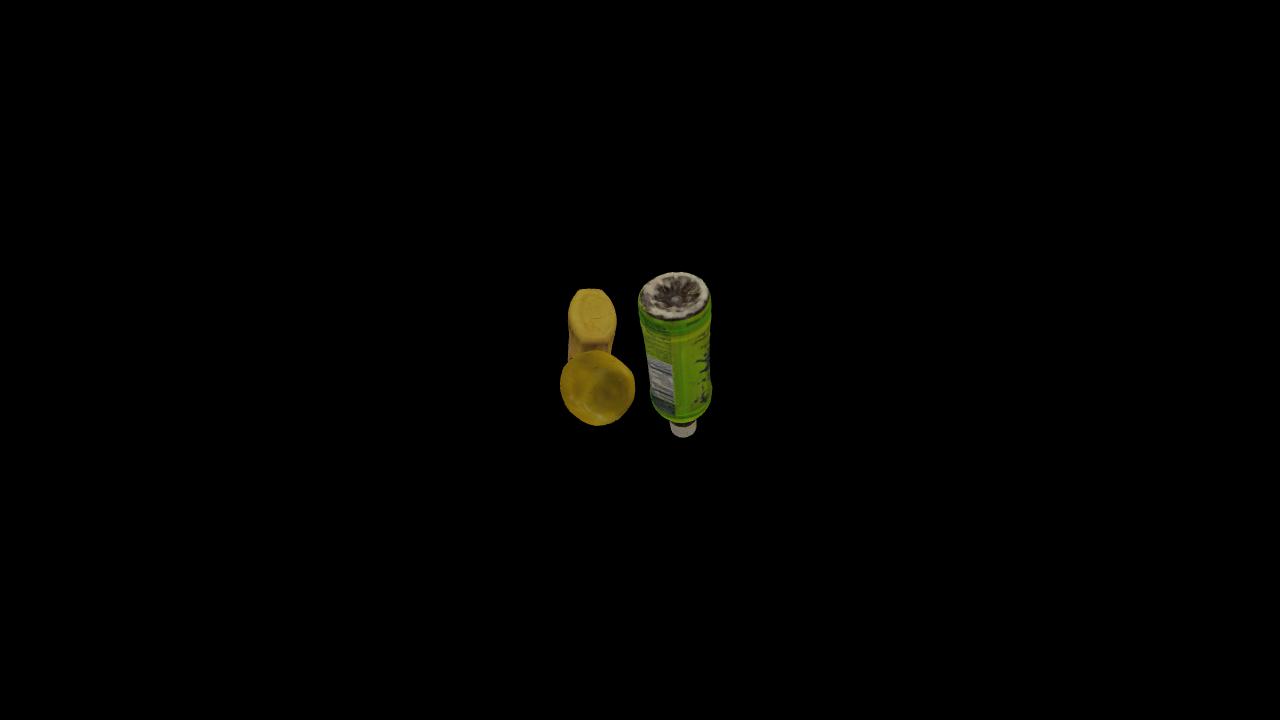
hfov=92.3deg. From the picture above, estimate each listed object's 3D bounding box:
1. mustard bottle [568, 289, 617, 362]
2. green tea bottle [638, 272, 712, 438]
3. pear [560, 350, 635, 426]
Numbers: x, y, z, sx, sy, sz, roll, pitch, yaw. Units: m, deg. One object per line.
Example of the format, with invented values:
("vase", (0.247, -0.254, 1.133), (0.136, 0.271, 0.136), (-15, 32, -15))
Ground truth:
("mustard bottle", (-0.063, 0.009, 0.745), (0.054, 0.092, 0.184), (-5, -41, -14))
("green tea bottle", (0.040, 0.008, 0.641), (0.073, 0.073, 0.212), (0, -41, 5))
("pear", (-0.052, 0.025, 0.650), (0.080, 0.080, 0.111), (0, 9, -20))
